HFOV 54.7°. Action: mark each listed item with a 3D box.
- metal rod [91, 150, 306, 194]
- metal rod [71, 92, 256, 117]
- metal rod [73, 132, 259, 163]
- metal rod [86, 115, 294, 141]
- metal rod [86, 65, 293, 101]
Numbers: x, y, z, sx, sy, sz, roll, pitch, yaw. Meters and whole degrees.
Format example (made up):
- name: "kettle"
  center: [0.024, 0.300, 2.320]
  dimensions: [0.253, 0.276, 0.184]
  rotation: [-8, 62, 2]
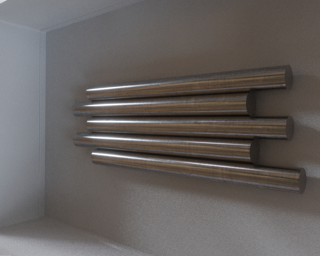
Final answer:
- name: "metal rod"
  center: [0.019, 0.048, 0.388]
  dimensions: [0.300, 0.025, 0.025]
  rotation: [1, 91, 39]
- name: "metal rod"
  center: [-0.020, -0.028, 0.420]
  dimensions: [0.300, 0.025, 0.025]
  rotation: [1, 91, 39]
- name: "metal rod"
  center: [-0.017, 0.022, 0.417]
  dimensions: [0.300, 0.025, 0.025]
  rotation: [1, 91, 39]
- name: "metal rod"
  center: [0.010, -0.002, 0.395]
  dimensions: [0.300, 0.025, 0.025]
  rotation: [1, 91, 39]
- name: "metal rod"
  center: [0.009, -0.052, 0.396]
  dimensions: [0.300, 0.025, 0.025]
  rotation: [1, 91, 39]
